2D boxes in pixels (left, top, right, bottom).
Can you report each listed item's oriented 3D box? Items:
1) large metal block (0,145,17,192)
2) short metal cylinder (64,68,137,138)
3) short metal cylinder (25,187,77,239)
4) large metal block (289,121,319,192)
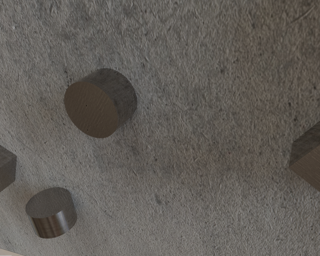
[{"bbox_3d":[-0.330,0.089,0.600,0.050,0.080,0.079,31,128,8],"label":"large metal block"},{"bbox_3d":[-0.078,-0.033,0.411,0.080,0.050,0.079,13,124,21],"label":"short metal cylinder"},{"bbox_3d":[-0.199,0.155,0.572,0.080,0.080,0.050,8,122,24],"label":"short metal cylinder"},{"bbox_3d":[0.191,0.029,0.308,0.080,0.050,0.080,39,129,2],"label":"large metal block"}]
